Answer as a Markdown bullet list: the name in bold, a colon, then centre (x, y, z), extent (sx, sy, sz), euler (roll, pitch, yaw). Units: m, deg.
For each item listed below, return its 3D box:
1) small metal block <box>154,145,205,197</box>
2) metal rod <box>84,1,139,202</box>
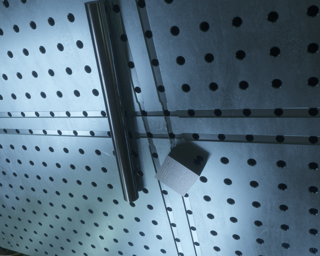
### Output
- **small metal block**: centre (0.027, 0.061, 0.435), extent (0.050, 0.025, 0.050), euler (33, 129, 6)
- **metal rod**: centre (-0.061, -0.017, 0.432), extent (0.025, 0.025, 0.298), euler (8, 122, 24)
